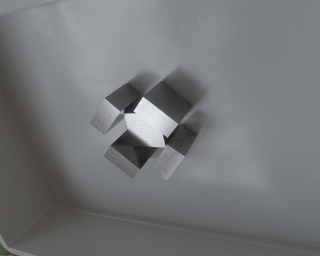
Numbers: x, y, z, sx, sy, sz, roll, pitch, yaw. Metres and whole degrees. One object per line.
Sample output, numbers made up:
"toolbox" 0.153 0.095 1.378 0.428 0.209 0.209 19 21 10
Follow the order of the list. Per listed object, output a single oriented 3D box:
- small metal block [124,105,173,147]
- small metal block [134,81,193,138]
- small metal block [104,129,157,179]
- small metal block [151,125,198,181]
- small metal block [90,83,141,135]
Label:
"small metal block" -0.015 -0.003 0.412 0.050 0.025 0.050 1 119 28
"small metal block" 0.005 -0.024 0.372 0.050 0.050 0.025 38 128 1
"small metal block" -0.041 0.034 0.433 0.050 0.050 0.025 39 130 2
"small metal block" 0.019 0.031 0.399 0.025 0.050 0.050 34 128 4
"small metal block" -0.058 -0.025 0.405 0.025 0.050 0.050 41 130 1
